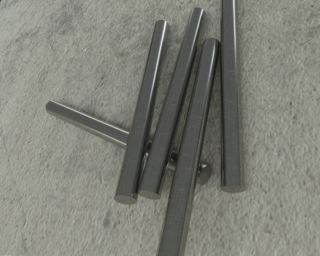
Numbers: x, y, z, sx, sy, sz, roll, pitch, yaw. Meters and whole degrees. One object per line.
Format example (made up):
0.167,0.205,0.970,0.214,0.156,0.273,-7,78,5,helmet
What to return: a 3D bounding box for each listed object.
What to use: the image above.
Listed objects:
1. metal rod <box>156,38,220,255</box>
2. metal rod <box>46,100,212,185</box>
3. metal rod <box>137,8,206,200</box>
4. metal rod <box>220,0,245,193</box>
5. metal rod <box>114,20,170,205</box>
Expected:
0.040,0.003,0.354,0.025,0.025,0.300,-4,52,26,metal rod
-0.064,0.009,0.430,0.300,0.025,0.025,21,73,35,metal rod
0.024,-0.053,0.402,0.025,0.025,0.300,-2,54,27,metal rod
0.090,-0.066,0.396,0.025,0.025,0.299,-8,58,24,metal rod
-0.017,-0.044,0.415,0.025,0.025,0.300,-8,51,23,metal rod
